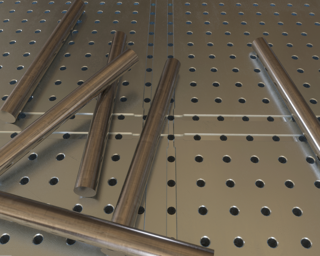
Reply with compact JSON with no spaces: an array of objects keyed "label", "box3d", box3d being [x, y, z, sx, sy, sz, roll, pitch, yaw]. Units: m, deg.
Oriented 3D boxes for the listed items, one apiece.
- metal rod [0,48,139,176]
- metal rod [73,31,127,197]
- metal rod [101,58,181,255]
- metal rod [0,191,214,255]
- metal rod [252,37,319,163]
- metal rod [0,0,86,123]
[{"label":"metal rod","box3d":[-0.138,-0.009,0.393,0.025,0.025,0.301,34,64,25]},{"label":"metal rod","box3d":[-0.077,-0.043,0.443,0.025,0.025,0.300,2,50,2]},{"label":"metal rod","box3d":[-0.013,0.011,0.398,0.025,0.025,0.300,10,51,8]},{"label":"metal rod","box3d":[-0.100,0.089,0.298,0.301,0.025,0.025,12,51,9]},{"label":"metal rod","box3d":[0.193,-0.031,0.434,0.025,0.025,0.300,-7,50,-6]},{"label":"metal rod","box3d":[-0.183,-0.128,0.514,0.025,0.025,0.300,7,50,6]}]
